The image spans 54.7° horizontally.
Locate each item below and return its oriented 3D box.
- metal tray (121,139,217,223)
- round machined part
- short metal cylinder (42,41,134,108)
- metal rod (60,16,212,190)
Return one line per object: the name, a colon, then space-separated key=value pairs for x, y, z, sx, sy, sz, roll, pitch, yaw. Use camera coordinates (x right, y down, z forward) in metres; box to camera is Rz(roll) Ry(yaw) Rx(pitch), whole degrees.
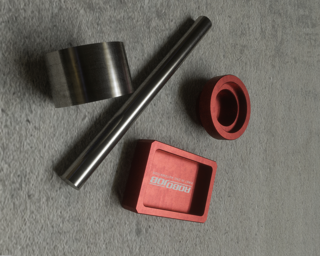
metal tray: x=0.018 y=0.074 z=0.419 sx=0.131 sy=0.030 sz=0.090 roll=22 pitch=76 yaw=-38
round machined part: x=0.093 y=-0.030 z=0.474 sx=0.099 sy=0.042 sz=0.097 roll=0 pitch=90 yaw=-40
short metal cylinder: x=-0.070 y=-0.053 z=0.311 sx=0.081 sy=0.080 sz=0.050 roll=-19 pitch=103 yaw=-39
metal rod: x=-0.015 y=-0.049 z=0.394 sx=0.025 sy=0.025 sz=0.301 roll=52 pitch=59 yaw=-28
